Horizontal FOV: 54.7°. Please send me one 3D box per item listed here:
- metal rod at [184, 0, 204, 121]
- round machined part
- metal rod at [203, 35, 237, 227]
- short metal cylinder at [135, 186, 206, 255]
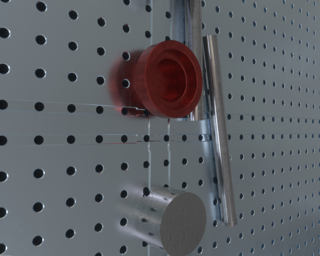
[{"bbox_3d":[0.048,-0.160,0.448,0.025,0.025,0.298,-3,92,-40],"label":"metal rod"},{"bbox_3d":[0.007,-0.061,0.404,0.099,0.042,0.097,0,90,-40],"label":"round machined part"},{"bbox_3d":[0.094,0.008,0.487,0.025,0.025,0.298,-13,98,-39],"label":"metal rod"},{"bbox_3d":[0.015,0.120,0.405,0.081,0.050,0.080,0,90,-40],"label":"short metal cylinder"}]
